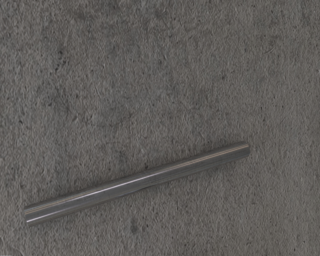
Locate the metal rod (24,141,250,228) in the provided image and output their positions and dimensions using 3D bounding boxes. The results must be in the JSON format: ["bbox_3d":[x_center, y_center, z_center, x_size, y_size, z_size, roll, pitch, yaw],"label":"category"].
[{"bbox_3d":[-0.014,0.066,0.404,0.302,0.025,0.025,-14,95,-20],"label":"metal rod"}]
